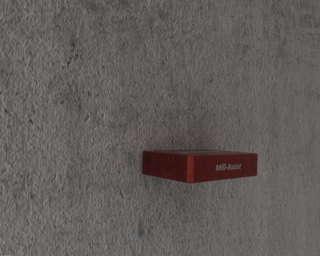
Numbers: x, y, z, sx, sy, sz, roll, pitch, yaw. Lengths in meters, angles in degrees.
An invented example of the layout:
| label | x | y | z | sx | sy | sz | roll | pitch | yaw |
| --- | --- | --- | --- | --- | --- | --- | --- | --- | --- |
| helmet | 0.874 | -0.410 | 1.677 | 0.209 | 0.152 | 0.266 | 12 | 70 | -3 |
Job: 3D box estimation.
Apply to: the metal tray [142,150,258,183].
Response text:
| label | x | y | z | sx | sy | sz | roll | pitch | yaw |
| --- | --- | --- | --- | --- | --- | --- | --- | --- | --- |
| metal tray | 0.054 | 0.046 | 0.406 | 0.131 | 0.090 | 0.030 | 2 | 89 | -40 |
